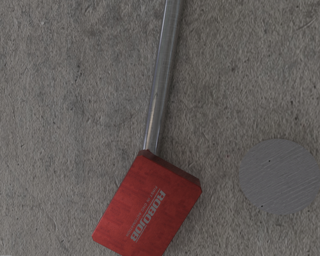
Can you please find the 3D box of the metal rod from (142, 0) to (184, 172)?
[{"bbox_3d":[0.006,-0.086,0.406,0.025,0.025,0.298,10,93,19],"label":"metal rod"}]

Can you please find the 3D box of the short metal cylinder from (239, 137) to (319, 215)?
[{"bbox_3d":[0.133,0.051,0.349,0.080,0.050,0.080,0,90,20],"label":"short metal cylinder"}]

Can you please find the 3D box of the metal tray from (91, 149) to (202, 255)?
[{"bbox_3d":[-0.017,0.104,0.397,0.090,0.030,0.129,29,100,-3],"label":"metal tray"}]
